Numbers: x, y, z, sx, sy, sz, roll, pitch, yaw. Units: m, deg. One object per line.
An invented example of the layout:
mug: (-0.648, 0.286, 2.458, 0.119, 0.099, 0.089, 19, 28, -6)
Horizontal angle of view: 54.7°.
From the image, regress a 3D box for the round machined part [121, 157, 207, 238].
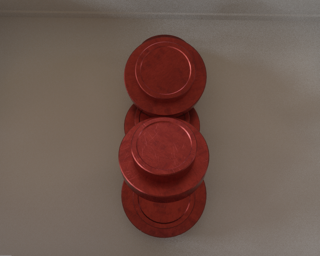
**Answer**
round machined part: (0.004, 0.077, 0.356, 0.099, 0.042, 0.097, 0, 85, 0)

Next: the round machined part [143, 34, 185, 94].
round machined part: (0.006, -0.089, 0.420, 0.099, 0.042, 0.098, 0, 54, 0)

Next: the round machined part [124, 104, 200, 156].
round machined part: (0.003, -0.004, 0.401, 0.099, 0.042, 0.098, 0, 69, 0)

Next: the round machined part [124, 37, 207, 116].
round machined part: (0.006, -0.062, 0.367, 0.099, 0.042, 0.097, 0, 82, 0)

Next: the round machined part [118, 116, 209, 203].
round machined part: (0.004, 0.027, 0.335, 0.099, 0.042, 0.098, 0, 59, 0)
